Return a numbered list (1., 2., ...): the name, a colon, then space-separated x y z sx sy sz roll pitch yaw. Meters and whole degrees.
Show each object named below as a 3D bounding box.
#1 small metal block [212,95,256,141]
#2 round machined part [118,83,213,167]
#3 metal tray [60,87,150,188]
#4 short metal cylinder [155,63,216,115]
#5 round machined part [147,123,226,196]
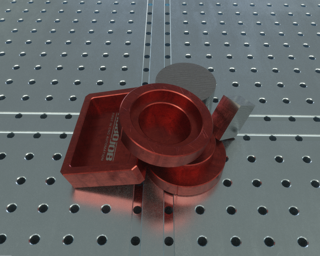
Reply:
1. small metal block: 0.089 -0.014 0.391 0.025 0.050 0.050 39 25 27
2. round machined part: 0.004 0.001 0.334 0.099 0.042 0.098 7 51 -8
3. metal tray: -0.059 0.007 0.383 0.090 0.030 0.130 -6 49 13
4. short metal cylinder: 0.034 -0.046 0.430 0.081 0.050 0.080 0 50 0
5. round machined part: 0.030 0.028 0.372 0.099 0.042 0.098 0 50 0
